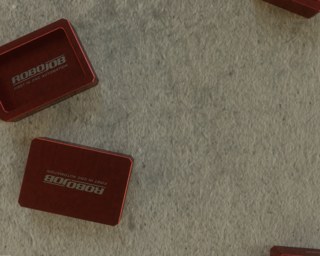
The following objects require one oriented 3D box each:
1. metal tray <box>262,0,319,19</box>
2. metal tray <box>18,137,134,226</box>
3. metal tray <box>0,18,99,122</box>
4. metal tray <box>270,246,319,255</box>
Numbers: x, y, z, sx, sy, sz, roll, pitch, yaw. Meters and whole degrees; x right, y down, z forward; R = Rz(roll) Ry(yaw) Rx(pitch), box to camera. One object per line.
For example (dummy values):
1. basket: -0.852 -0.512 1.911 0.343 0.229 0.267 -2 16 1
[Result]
1. metal tray: 0.190 -0.224 0.409 0.090 0.030 0.129 22 90 -1
2. metal tray: -0.107 0.068 0.406 0.131 0.030 0.089 12 90 -1
3. metal tray: -0.159 -0.073 0.405 0.131 0.030 0.090 -25 90 -1
4. metal tray: 0.213 0.211 0.410 0.131 0.030 0.089 5 90 -1
